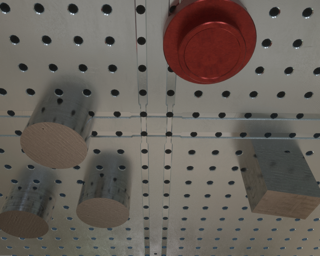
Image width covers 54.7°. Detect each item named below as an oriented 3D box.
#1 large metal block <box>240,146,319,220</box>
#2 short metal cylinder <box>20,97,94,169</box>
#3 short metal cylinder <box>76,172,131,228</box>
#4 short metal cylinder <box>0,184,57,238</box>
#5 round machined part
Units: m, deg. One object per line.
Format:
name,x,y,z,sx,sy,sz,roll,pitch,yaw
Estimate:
large metal block,0.170,0.078,0.443,0.081,0.080,0.050,10,129,-8
short metal cylinder,-0.130,0.007,0.400,0.081,0.050,0.079,0,130,0
short metal cylinder,-0.087,0.115,0.492,0.081,0.050,0.079,0,130,0
short metal cylinder,-0.218,0.138,0.511,0.081,0.050,0.079,0,130,0
round machined part,0.052,-0.087,0.327,0.099,0.042,0.097,0,130,0
